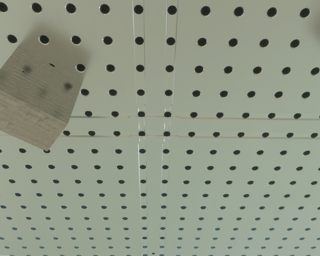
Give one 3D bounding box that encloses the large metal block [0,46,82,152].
[{"bbox_3d":[-0.142,-0.033,0.345,0.080,0.080,0.050,30,124,-23],"label":"large metal block"}]
